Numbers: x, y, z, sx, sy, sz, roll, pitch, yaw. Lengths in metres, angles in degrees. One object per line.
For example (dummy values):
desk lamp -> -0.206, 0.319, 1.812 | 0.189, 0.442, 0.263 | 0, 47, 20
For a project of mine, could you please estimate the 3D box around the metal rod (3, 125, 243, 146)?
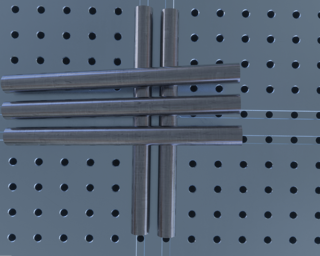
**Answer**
metal rod -> -0.052, 0.010, 0.392 | 0.302, 0.025, 0.025 | 0, 90, 8

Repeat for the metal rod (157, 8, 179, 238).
metal rod -> 0.011, -0.006, 0.414 | 0.025, 0.025, 0.298 | 1, 90, -1

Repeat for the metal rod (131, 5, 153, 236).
metal rod -> -0.024, -0.010, 0.413 | 0.025, 0.025, 0.298 | 1, 90, -1

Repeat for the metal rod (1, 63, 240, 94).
metal rod -> -0.054, -0.062, 0.392 | 0.302, 0.025, 0.025 | -1, 90, 7

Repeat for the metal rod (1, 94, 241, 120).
metal rod -> -0.054, -0.026, 0.392 | 0.302, 0.025, 0.025 | -1, 90, 7
